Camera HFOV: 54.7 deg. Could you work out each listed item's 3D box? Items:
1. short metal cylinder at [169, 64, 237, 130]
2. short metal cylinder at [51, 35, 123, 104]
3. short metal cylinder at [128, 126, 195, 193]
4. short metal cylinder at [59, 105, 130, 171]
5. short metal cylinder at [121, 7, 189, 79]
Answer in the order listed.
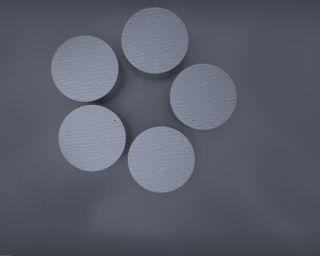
[{"bbox_3d":[0.052,-0.038,0.397,0.081,0.050,0.080,0,90,0],"label":"short metal cylinder"},{"bbox_3d":[-0.090,-0.071,0.396,0.081,0.050,0.080,0,90,0],"label":"short metal cylinder"},{"bbox_3d":[0.002,0.038,0.397,0.081,0.050,0.080,0,90,0],"label":"short metal cylinder"},{"bbox_3d":[-0.081,0.012,0.396,0.081,0.050,0.080,0,90,0],"label":"short metal cylinder"},{"bbox_3d":[-0.006,-0.105,0.397,0.081,0.050,0.080,0,90,0],"label":"short metal cylinder"}]
